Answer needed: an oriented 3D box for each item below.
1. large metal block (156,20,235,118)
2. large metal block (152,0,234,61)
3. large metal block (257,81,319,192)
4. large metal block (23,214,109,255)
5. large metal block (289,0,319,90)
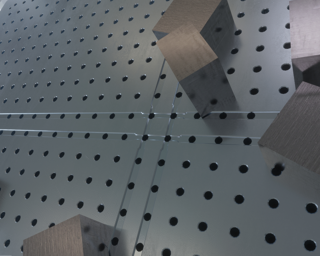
[{"bbox_3d":[0.046,-0.074,0.395,0.050,0.080,0.080,-31,52,8],"label":"large metal block"},{"bbox_3d":[0.050,-0.152,0.460,0.080,0.050,0.080,24,74,36],"label":"large metal block"},{"bbox_3d":[0.157,0.012,0.303,0.080,0.050,0.080,32,80,38],"label":"large metal block"},{"bbox_3d":[-0.106,0.157,0.353,0.080,0.050,0.080,-27,52,11],"label":"large metal block"},{"bbox_3d":[0.171,-0.084,0.335,0.050,0.080,0.080,-4,60,26],"label":"large metal block"}]
